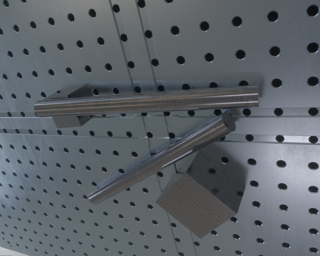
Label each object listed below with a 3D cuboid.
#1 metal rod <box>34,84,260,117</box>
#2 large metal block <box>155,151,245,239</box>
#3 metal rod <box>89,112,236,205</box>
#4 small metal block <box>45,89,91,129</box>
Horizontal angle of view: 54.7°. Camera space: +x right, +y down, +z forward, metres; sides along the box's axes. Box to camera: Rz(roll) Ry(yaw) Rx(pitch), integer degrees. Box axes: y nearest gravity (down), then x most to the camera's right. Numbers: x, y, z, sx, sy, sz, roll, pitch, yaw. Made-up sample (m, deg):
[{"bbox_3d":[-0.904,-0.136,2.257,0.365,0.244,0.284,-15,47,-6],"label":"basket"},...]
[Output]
[{"bbox_3d":[-0.033,-0.031,0.390,0.301,0.025,0.025,-1,118,22],"label":"metal rod"},{"bbox_3d":[0.054,0.092,0.424,0.080,0.050,0.080,39,129,1],"label":"large metal block"},{"bbox_3d":[-0.017,0.058,0.455,0.299,0.025,0.025,-34,100,38],"label":"metal rod"},{"bbox_3d":[-0.139,-0.028,0.467,0.050,0.025,0.050,-4,117,30],"label":"small metal block"}]
